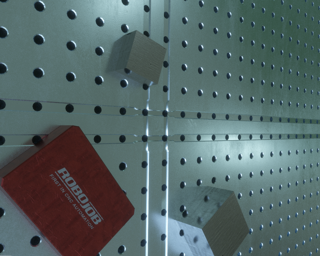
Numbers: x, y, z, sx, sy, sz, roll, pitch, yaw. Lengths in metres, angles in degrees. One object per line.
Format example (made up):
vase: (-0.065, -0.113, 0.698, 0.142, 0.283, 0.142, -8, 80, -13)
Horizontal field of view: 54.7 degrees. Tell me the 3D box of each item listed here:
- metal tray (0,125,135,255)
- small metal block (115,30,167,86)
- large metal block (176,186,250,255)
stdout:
metal tray: (-0.094, 0.073, 0.329, 0.090, 0.030, 0.130, -44, 117, -31)
small metal block: (-0.024, -0.087, 0.391, 0.050, 0.025, 0.050, 22, 76, -38)
large metal block: (0.081, 0.147, 0.464, 0.080, 0.050, 0.080, -38, 114, -34)
